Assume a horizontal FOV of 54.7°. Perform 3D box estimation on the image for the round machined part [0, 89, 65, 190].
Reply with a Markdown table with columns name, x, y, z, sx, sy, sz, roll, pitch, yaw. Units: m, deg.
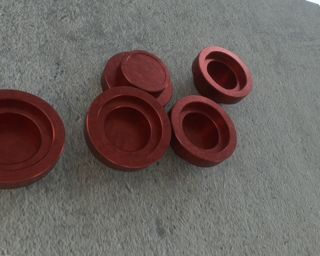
| name | x | y | z | sx | sy | sz | roll | pitch | yaw |
| --- | --- | --- | --- | --- | --- | --- | --- | --- | --- |
| round machined part | -0.148 | 0.014 | 0.305 | 0.099 | 0.042 | 0.098 | 14 | 56 | -21 |

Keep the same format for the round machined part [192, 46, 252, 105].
| name | x | y | z | sx | sy | sz | roll | pitch | yaw |
| --- | --- | --- | --- | --- | --- | --- | --- | --- | --- |
| round machined part | 0.093 | -0.078 | 0.490 | 0.099 | 0.042 | 0.098 | 14 | 56 | -21 |

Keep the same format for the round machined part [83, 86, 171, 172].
| name | x | y | z | sx | sy | sz | roll | pitch | yaw |
| --- | --- | --- | --- | --- | --- | --- | --- | --- | --- |
| round machined part | -0.040 | 0.004 | 0.363 | 0.099 | 0.042 | 0.098 | 9 | 65 | -21 |

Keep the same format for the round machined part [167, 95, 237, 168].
| name | x | y | z | sx | sy | sz | roll | pitch | yaw |
| --- | --- | --- | --- | --- | --- | --- | --- | --- | --- |
| round machined part | 0.050 | 0.008 | 0.415 | 0.099 | 0.042 | 0.098 | 14 | 56 | -21 |

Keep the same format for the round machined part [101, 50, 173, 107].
| name | x | y | z | sx | sy | sz | roll | pitch | yaw |
| --- | --- | --- | --- | --- | --- | --- | --- | --- | --- |
| round machined part | -0.026 | -0.066 | 0.419 | 0.099 | 0.042 | 0.098 | 14 | 56 | -21 |
